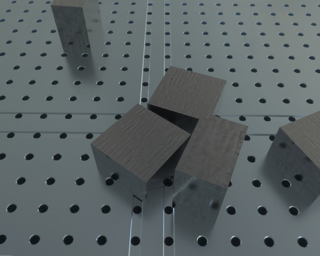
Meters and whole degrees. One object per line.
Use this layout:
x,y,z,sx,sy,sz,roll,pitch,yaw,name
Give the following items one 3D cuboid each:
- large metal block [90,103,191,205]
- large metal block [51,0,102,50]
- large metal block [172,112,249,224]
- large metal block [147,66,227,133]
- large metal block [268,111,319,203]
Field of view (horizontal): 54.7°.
-0.021,0.028,0.368,0.080,0.050,0.080,31,56,23,large metal block
-0.139,-0.192,0.532,0.050,0.080,0.080,6,50,4,large metal block
0.053,0.044,0.336,0.050,0.080,0.080,19,53,15,large metal block
0.036,-0.031,0.418,0.080,0.050,0.080,18,52,14,large metal block
0.194,0.029,0.369,0.081,0.050,0.080,-20,53,-17,large metal block
